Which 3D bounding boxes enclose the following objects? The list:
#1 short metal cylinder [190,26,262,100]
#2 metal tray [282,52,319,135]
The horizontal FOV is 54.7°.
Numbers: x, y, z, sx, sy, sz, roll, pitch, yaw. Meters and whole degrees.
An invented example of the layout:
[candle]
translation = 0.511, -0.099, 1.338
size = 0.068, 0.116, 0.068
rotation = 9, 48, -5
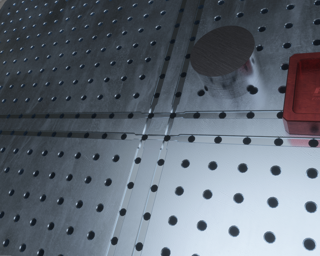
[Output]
[short metal cylinder]
translation = 0.085, -0.084, 0.399
size = 0.080, 0.050, 0.080
rotation = -13, 56, 21
[metal tray]
translation = 0.202, -0.037, 0.321
size = 0.130, 0.030, 0.090
rotation = 3, 63, 29
